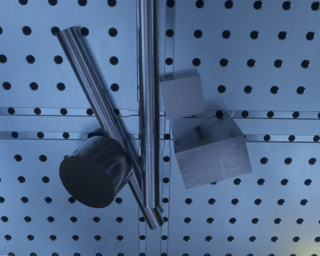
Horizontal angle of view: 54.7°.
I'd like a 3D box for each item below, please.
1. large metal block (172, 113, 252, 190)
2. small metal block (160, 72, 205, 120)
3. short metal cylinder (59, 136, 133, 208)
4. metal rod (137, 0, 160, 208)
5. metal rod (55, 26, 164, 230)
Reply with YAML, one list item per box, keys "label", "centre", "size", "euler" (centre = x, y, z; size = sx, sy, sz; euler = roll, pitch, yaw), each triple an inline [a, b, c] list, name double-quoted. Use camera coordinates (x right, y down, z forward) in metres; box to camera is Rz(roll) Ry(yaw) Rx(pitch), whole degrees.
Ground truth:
- label: "large metal block"
  centre: [0.062, 0.026, 0.395]
  size: [0.080, 0.080, 0.050]
  euler: [-16, 110, 5]
- label: "small metal block"
  centre: [0.029, -0.042, 0.399]
  size: [0.050, 0.025, 0.050]
  euler: [-10, 110, 3]
- label: "short metal cylinder"
  centre: [-0.082, 0.057, 0.405]
  size: [0.080, 0.050, 0.079]
  euler: [11, 121, 19]
- label: "metal rod"
  centre: [-0.013, -0.039, 0.387]
  size: [0.025, 0.025, 0.298]
  euler: [-1, 106, 0]
- label: "metal rod"
  centre: [-0.059, 0.014, 0.417]
  size: [0.025, 0.025, 0.299]
  euler: [-20, 109, 7]
